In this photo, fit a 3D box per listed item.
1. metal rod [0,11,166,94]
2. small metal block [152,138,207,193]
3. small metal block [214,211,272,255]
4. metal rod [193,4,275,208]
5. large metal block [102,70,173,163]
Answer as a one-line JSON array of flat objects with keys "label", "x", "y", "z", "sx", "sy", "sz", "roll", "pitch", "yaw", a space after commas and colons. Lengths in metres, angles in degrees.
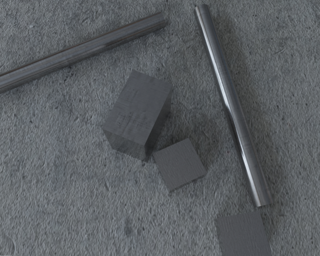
[{"label": "metal rod", "x": -0.132, "y": -0.102, "z": 0.443, "sx": 0.302, "sy": 0.025, "sz": 0.025, "roll": -25, "pitch": 72, "yaw": -9}, {"label": "small metal block", "x": 0.024, "y": 0.047, "z": 0.391, "sx": 0.050, "sy": 0.025, "sz": 0.050, "roll": -23, "pitch": 72, "yaw": -9}, {"label": "small metal block", "x": 0.095, "y": 0.128, "z": 0.363, "sx": 0.050, "sy": 0.025, "sz": 0.050, "roll": -9, "pitch": 70, "yaw": -4}, {"label": "metal rod", "x": 0.095, "y": -0.043, "z": 0.425, "sx": 0.025, "sy": 0.025, "sz": 0.299, "roll": -11, "pitch": 70, "yaw": -4}, {"label": "large metal block", "x": -0.024, "y": -0.011, "z": 0.383, "sx": 0.050, "sy": 0.080, "sz": 0.080, "roll": 22, "pitch": 72, "yaw": 7}]
